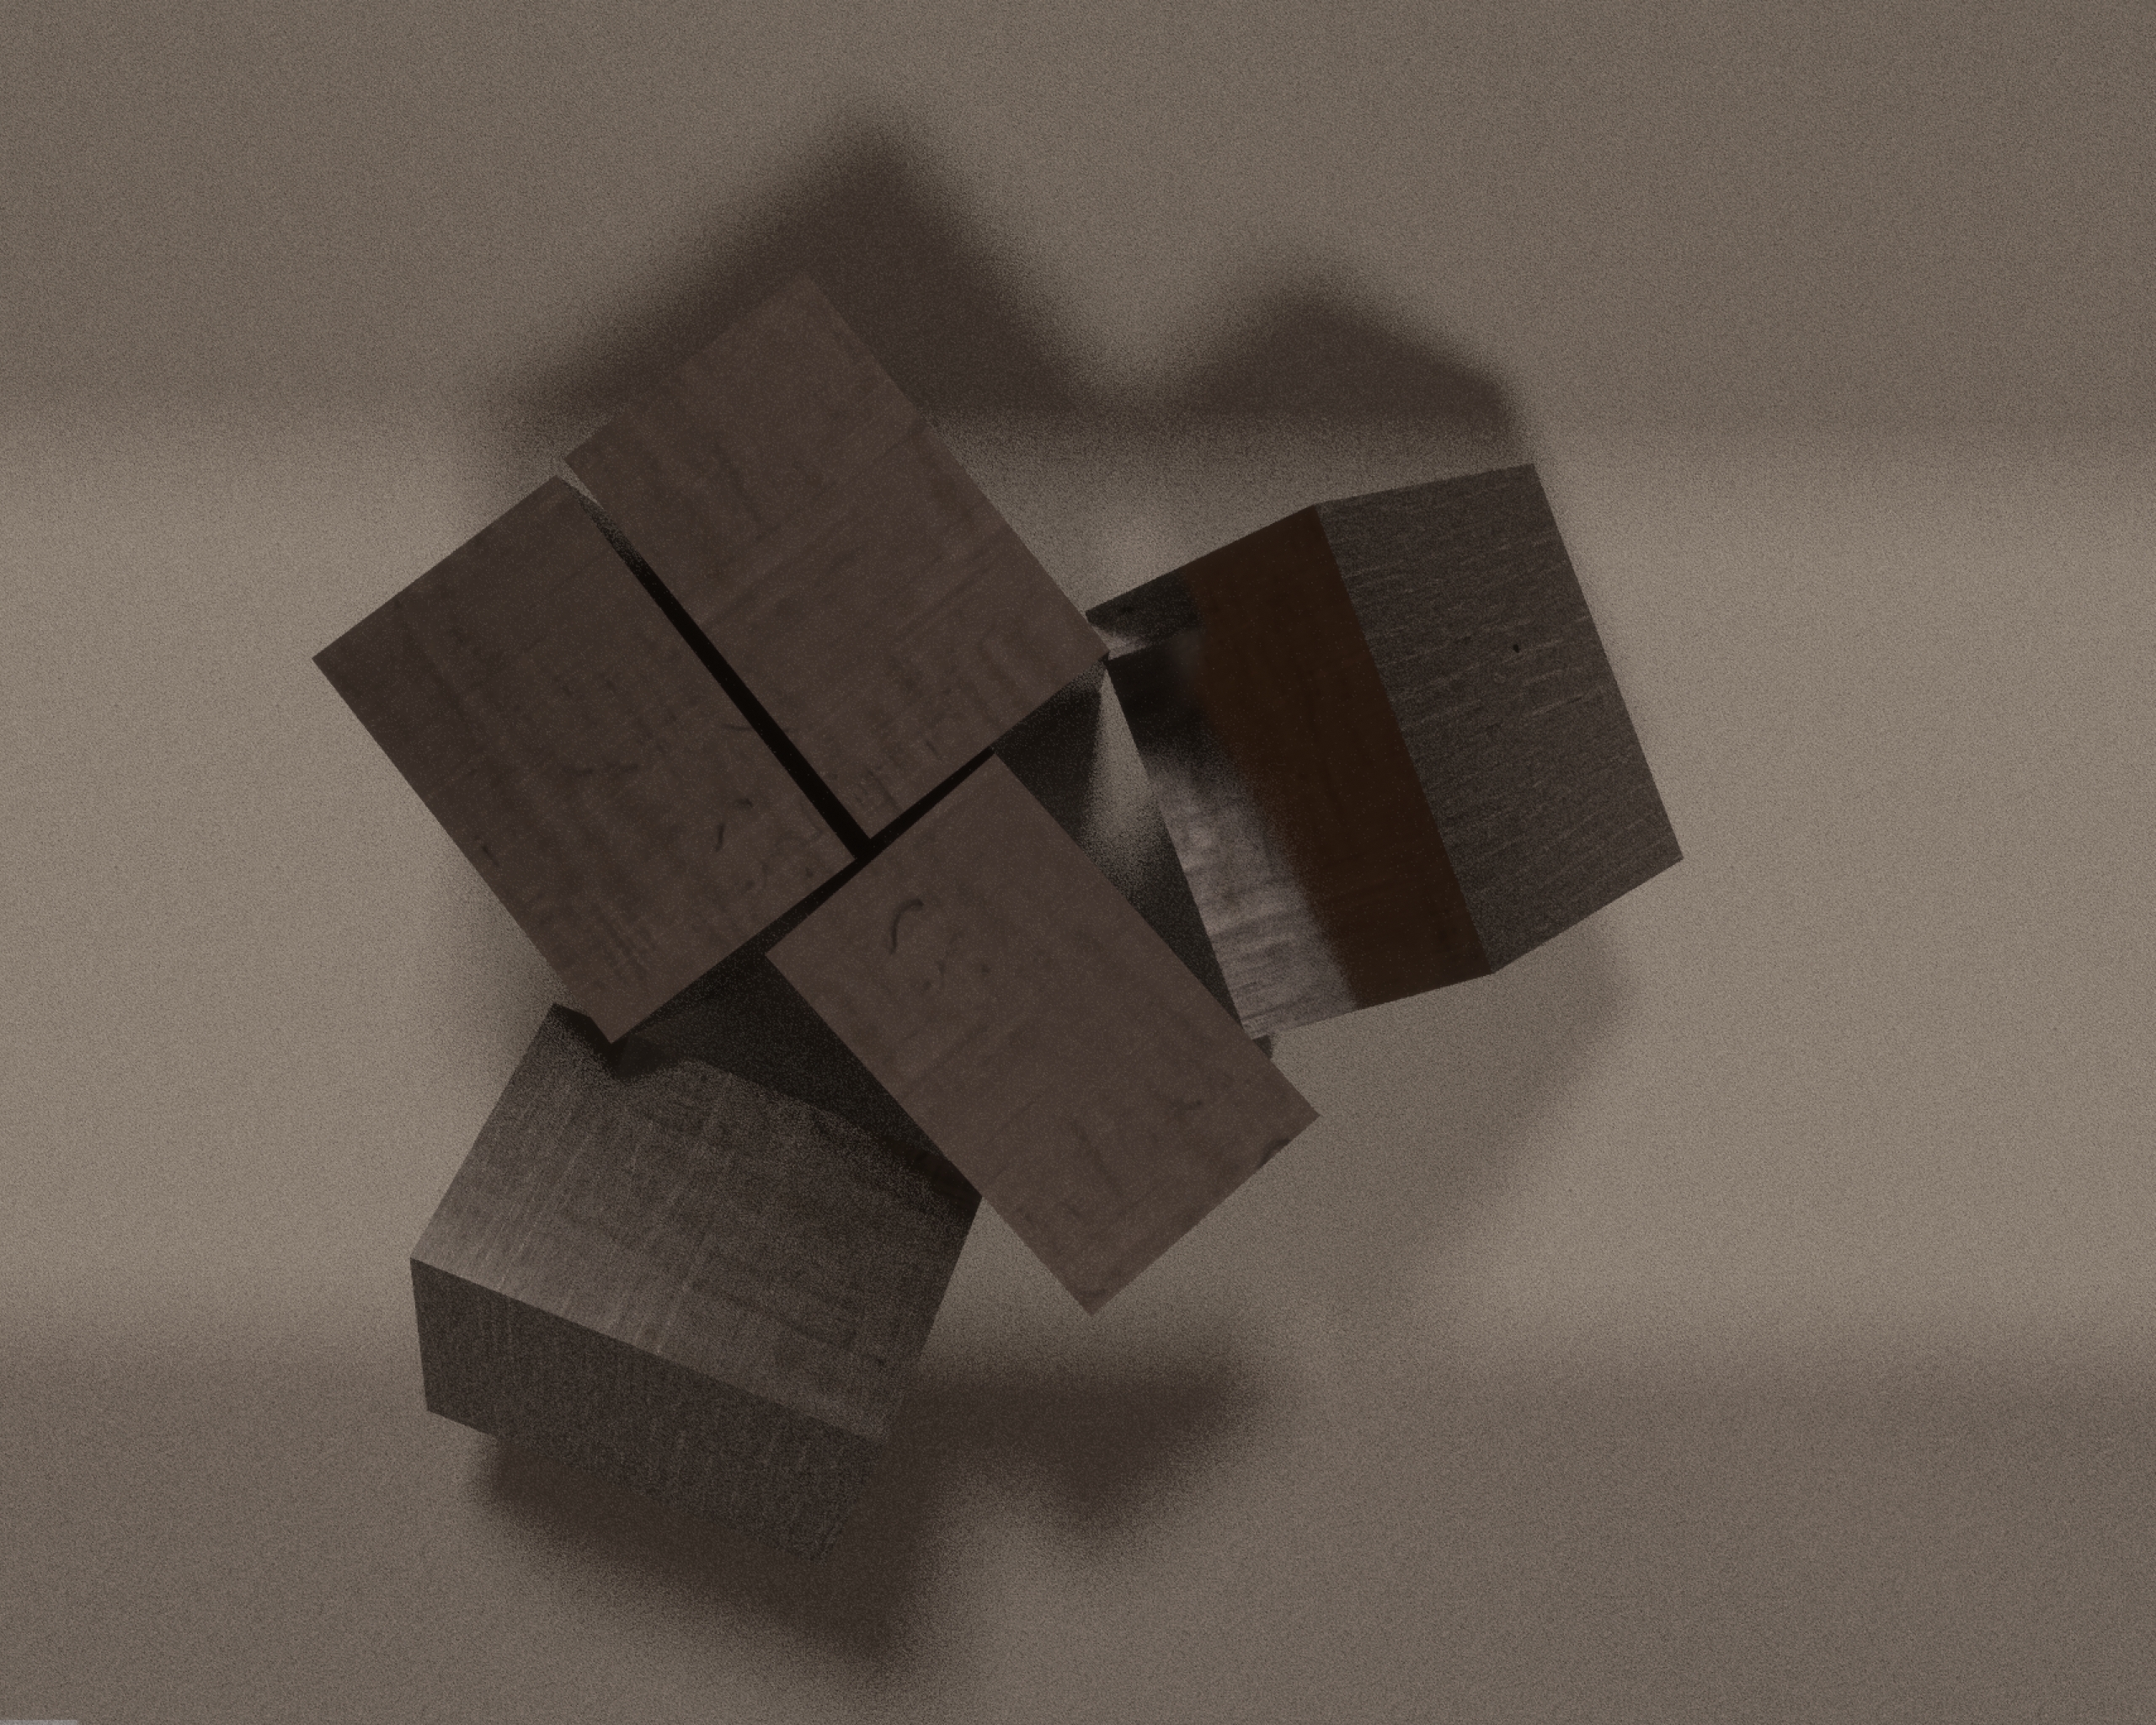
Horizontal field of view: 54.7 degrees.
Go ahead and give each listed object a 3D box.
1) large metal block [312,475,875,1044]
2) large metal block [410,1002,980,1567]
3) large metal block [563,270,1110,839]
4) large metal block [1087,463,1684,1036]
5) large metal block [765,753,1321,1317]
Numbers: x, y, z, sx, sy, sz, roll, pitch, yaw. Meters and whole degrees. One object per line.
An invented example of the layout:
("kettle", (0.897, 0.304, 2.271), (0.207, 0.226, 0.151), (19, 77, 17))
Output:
("large metal block", (-0.081, -0.017, 0.382), (0.050, 0.080, 0.080), (-38, 90, 0))
("large metal block", (-0.069, 0.079, 0.375), (0.080, 0.080, 0.050), (22, 55, -1))
("large metal block", (-0.040, -0.051, 0.382), (0.050, 0.080, 0.080), (-39, 91, 0))
("large metal block", (0.058, -0.022, 0.377), (0.050, 0.081, 0.080), (-21, 90, 40))
("large metal block", (-0.006, 0.028, 0.382), (0.050, 0.080, 0.080), (-42, 91, 0))
